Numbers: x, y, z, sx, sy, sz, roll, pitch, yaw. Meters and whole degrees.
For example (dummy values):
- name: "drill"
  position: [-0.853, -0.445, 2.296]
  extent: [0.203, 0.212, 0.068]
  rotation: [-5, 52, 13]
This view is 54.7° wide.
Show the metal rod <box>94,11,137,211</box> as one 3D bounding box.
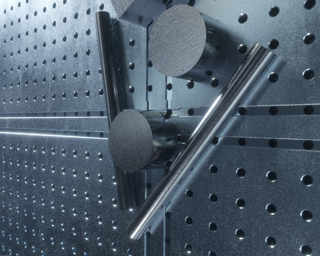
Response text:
- name: "metal rod"
  position: [-0.068, -0.030, 0.465]
  extent: [0.025, 0.025, 0.298]
  rotation: [-14, 81, 39]

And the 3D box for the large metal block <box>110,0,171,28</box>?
- name: "large metal block"
  position: [-0.027, -0.198, 0.416]
  extent: [0.080, 0.050, 0.080]
  rotation: [-39, 67, 33]

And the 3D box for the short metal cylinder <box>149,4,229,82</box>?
- name: "short metal cylinder"
  position: [0.033, -0.097, 0.366]
  extent: [0.080, 0.050, 0.079]
  rotation: [0, 90, 40]

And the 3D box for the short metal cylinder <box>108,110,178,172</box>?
- name: "short metal cylinder"
  position: [-0.023, 0.016, 0.412]
  extent: [0.080, 0.050, 0.079]
  rotation: [0, 90, 40]

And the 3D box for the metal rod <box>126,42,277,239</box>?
- name: "metal rod"
  position: [0.036, 0.033, 0.379]
  extent: [0.025, 0.025, 0.298]
  rotation: [47, 118, 29]
